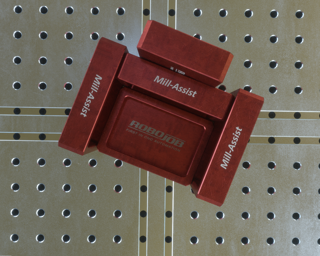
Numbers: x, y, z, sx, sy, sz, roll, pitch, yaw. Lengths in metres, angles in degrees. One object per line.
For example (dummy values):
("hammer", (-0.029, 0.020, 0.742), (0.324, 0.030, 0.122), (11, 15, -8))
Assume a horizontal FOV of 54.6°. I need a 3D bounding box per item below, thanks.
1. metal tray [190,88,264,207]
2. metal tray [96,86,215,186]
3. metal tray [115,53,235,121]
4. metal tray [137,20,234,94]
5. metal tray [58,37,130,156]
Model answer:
("metal tray", (0.077, 0.021, 0.381), (0.030, 0.090, 0.129), (22, 90, 0))
("metal tray", (-0.006, 0.011, 0.410), (0.131, 0.030, 0.090), (22, 90, -1))
("metal tray", (0.017, -0.046, 0.381), (0.131, 0.090, 0.030), (22, 91, -1))
("metal tray", (0.025, -0.075, 0.360), (0.090, 0.130, 0.030), (22, 91, 0))
("metal tray", (-0.074, -0.035, 0.380), (0.030, 0.090, 0.130), (22, 90, 0))
